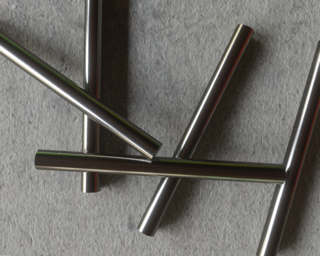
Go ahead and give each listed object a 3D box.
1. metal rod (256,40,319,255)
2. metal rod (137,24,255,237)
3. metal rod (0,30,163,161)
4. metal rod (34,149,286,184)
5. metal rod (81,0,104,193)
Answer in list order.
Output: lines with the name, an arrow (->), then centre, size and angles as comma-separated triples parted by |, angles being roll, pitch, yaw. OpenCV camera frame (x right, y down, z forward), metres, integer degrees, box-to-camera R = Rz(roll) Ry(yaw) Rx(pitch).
metal rod -> 0.182, 0.030, 0.412 | 0.025, 0.025, 0.298 | 16, 90, -1
metal rod -> 0.048, 0.003, 0.410 | 0.025, 0.025, 0.299 | 26, 90, -1
metal rod -> -0.126, -0.056, 0.388 | 0.301, 0.025, 0.025 | 35, 90, 7
metal rod -> 0.001, 0.048, 0.383 | 0.302, 0.025, 0.025 | 4, 90, -1
metal rod -> -0.088, -0.066, 0.408 | 0.025, 0.025, 0.298 | 1, 90, -1
